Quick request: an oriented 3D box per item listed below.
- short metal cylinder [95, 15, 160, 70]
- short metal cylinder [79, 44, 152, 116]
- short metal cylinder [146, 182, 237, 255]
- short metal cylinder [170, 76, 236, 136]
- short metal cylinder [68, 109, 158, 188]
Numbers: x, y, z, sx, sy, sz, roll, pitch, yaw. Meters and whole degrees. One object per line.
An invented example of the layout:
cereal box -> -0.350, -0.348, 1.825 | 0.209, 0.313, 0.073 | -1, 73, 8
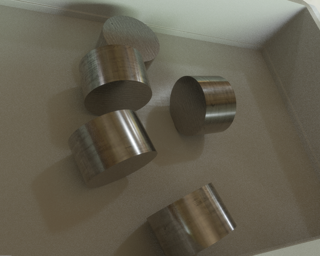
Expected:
short metal cylinder -> -0.047, -0.108, 0.432 | 0.081, 0.050, 0.080 | 14, 56, -21
short metal cylinder -> -0.054, -0.055, 0.376 | 0.081, 0.080, 0.050 | 0, 62, -29
short metal cylinder -> 0.033, 0.100, 0.329 | 0.081, 0.080, 0.050 | -18, 72, -35
short metal cylinder -> 0.057, -0.031, 0.422 | 0.050, 0.080, 0.080 | -6, 65, -31
short metal cylinder -> -0.050, 0.023, 0.331 | 0.081, 0.080, 0.050 | -17, 71, -35
